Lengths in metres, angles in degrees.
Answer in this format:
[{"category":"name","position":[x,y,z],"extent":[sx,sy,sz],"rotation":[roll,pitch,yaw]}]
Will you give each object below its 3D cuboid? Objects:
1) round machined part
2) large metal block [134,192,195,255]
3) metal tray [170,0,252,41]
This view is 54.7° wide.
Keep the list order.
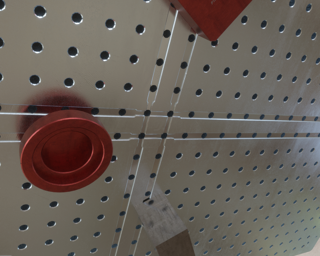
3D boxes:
[{"category":"round machined part","position":[-0.108,0.022,0.355],"extent":[0.099,0.042,0.097],"rotation":[-14,124,-21]},{"category":"large metal block","position":[0.008,0.163,0.481],"extent":[0.050,0.080,0.080],"rotation":[-26,128,-13]},{"category":"metal tray","position":[0.072,-0.174,0.340],"extent":[0.130,0.030,0.090],"rotation":[-48,129,5]}]
